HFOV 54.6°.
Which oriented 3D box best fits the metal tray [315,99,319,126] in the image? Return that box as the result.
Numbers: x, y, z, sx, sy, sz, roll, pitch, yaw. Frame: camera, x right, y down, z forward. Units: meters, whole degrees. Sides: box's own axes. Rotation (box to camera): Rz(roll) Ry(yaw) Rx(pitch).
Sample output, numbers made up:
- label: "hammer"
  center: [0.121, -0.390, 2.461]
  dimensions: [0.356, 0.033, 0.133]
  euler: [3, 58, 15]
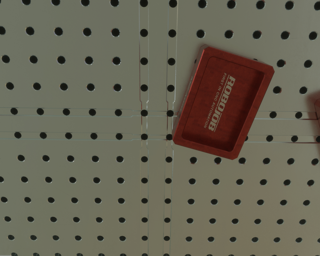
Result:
- label: "metal tray"
  center: [0.272, 0.010, 0.416]
  dimensions: [0.090, 0.030, 0.130]
  euler: [-21, 109, 7]

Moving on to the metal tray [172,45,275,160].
- label: "metal tray"
  center: [0.077, -0.031, 0.399]
  dimensions: [0.090, 0.030, 0.129]
  euler: [16, 109, -6]
